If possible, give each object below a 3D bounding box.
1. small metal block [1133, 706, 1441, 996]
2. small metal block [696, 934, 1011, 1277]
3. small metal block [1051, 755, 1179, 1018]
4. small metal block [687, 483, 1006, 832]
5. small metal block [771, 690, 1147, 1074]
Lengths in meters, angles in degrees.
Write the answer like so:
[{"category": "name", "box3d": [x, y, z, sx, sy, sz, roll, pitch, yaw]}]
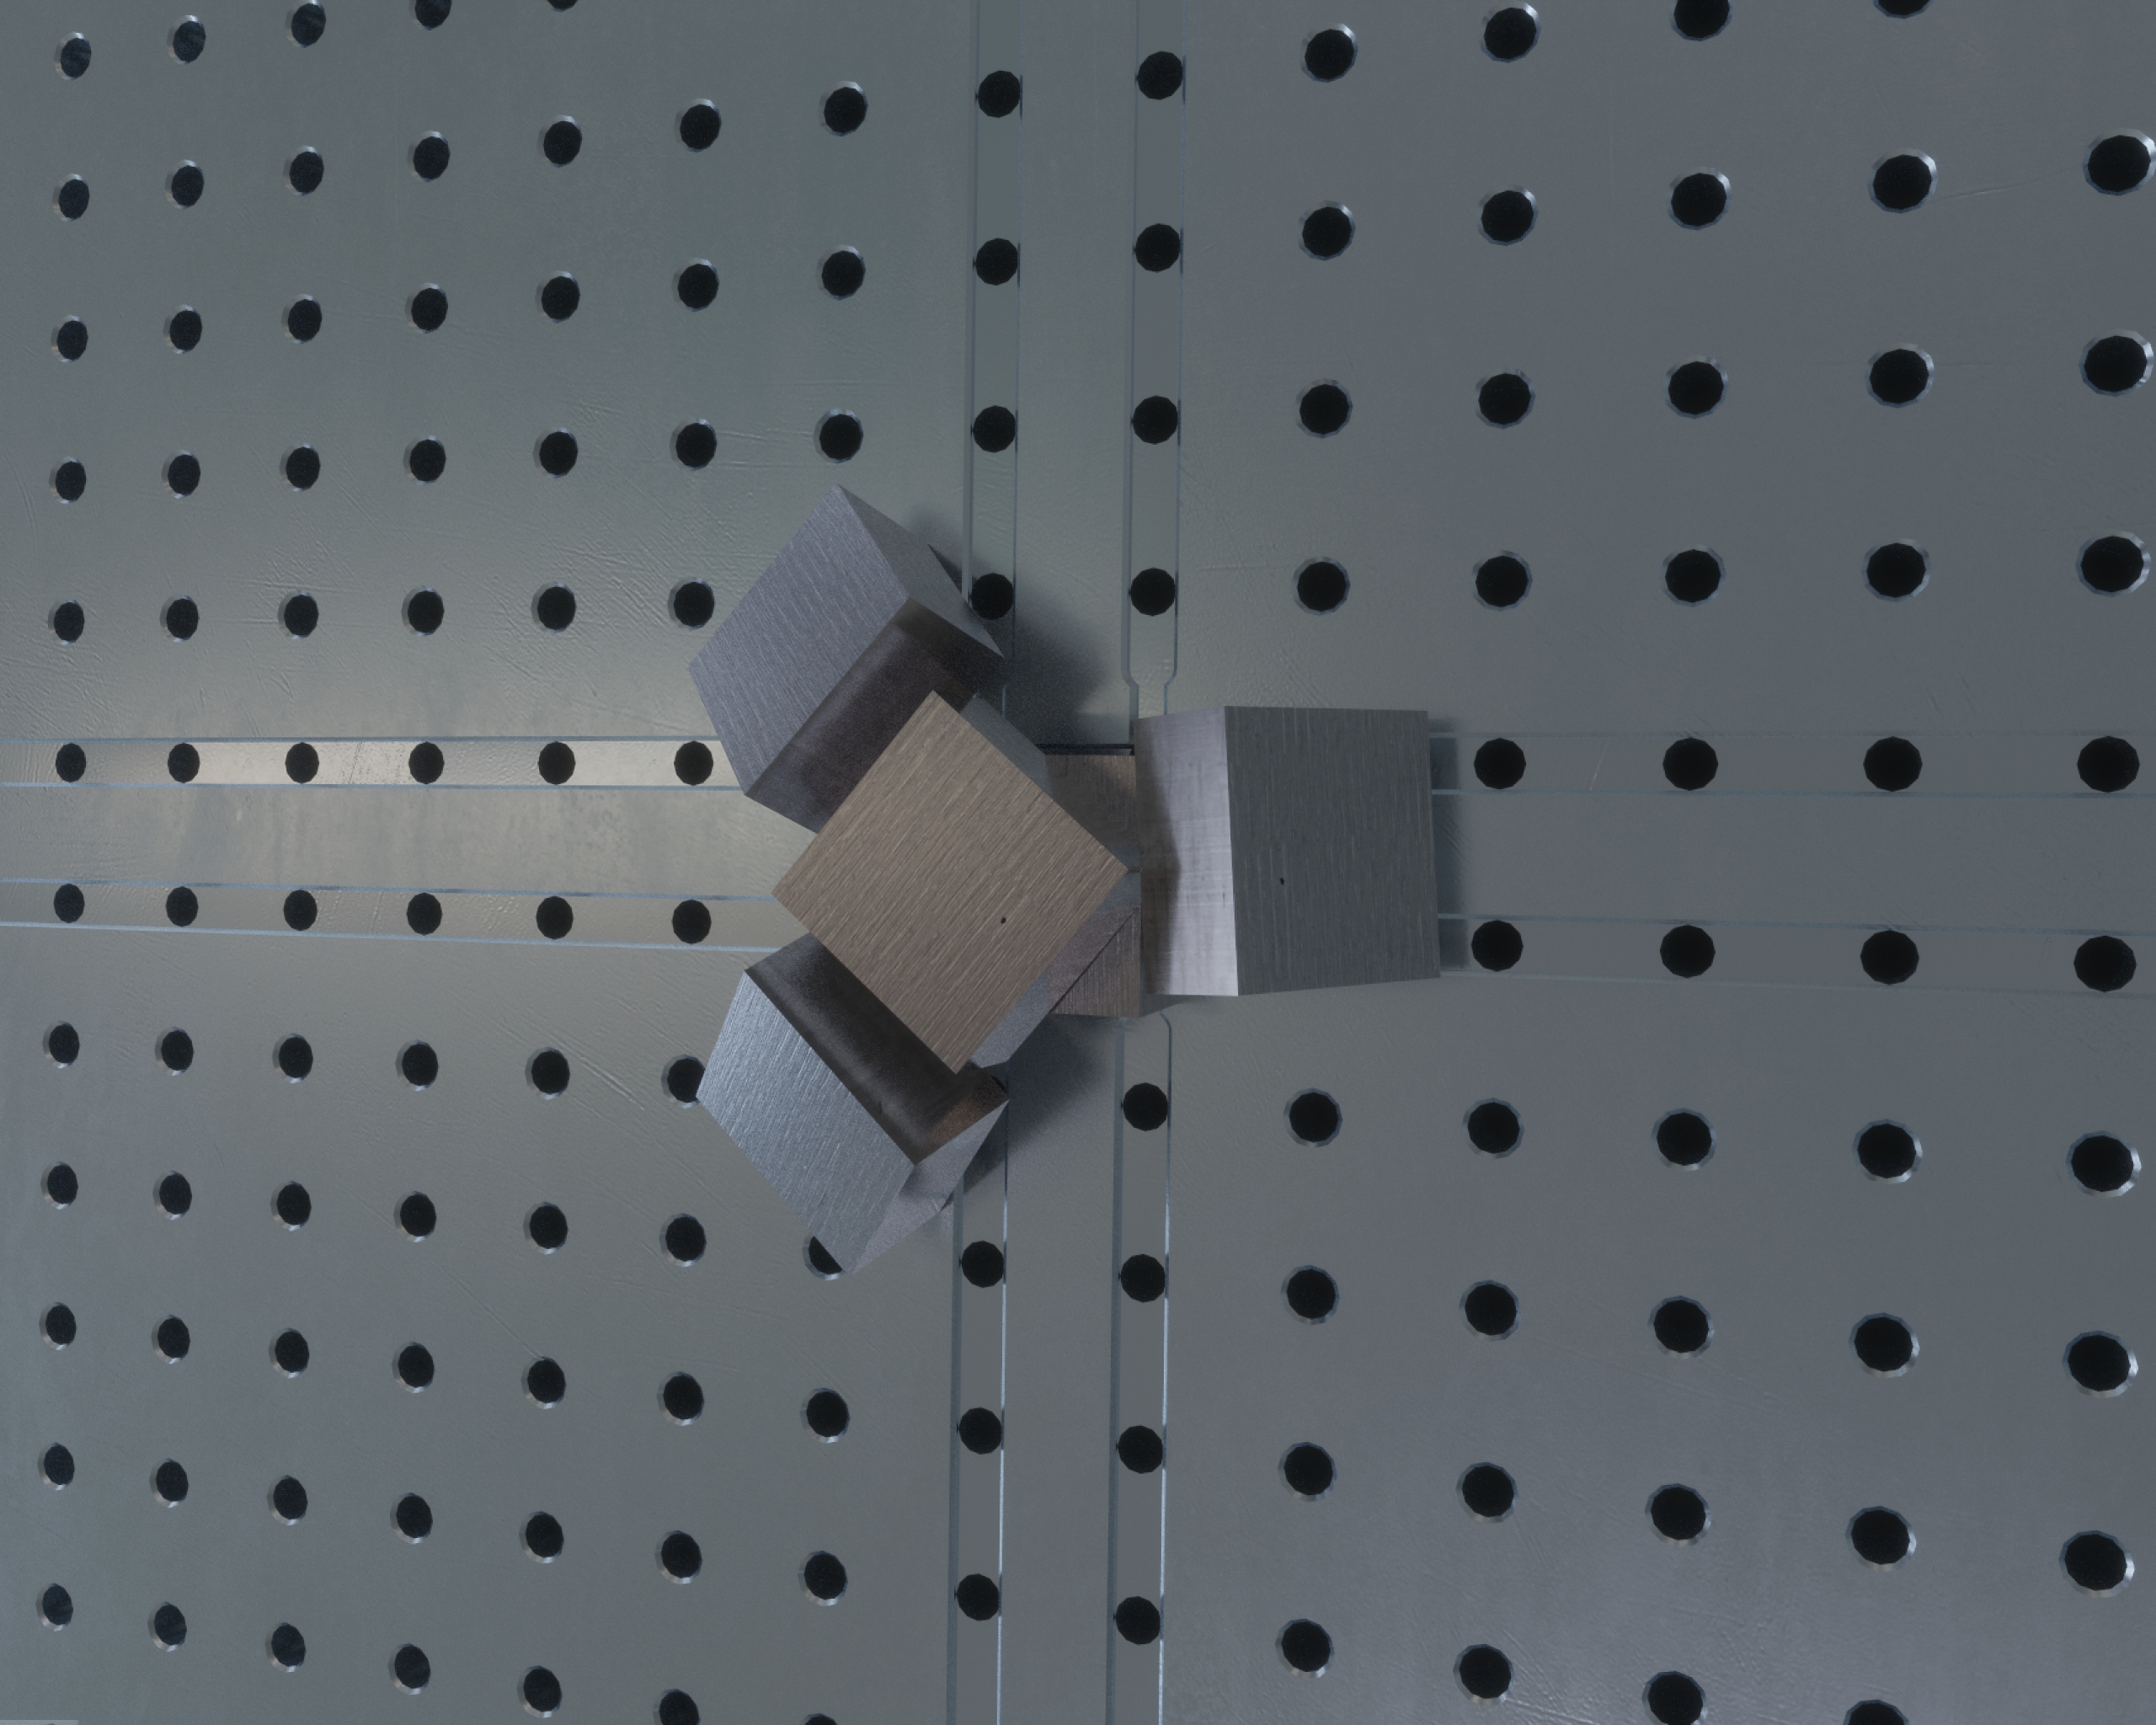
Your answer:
[{"category": "small metal block", "box3d": [0.039, -0.002, 0.383, 0.025, 0.050, 0.050, -4, 88, 53]}, {"category": "small metal block", "box3d": [-0.046, 0.047, 0.416, 0.050, 0.025, 0.050, 47, 142, 14]}, {"category": "small metal block", "box3d": [-0.007, 0.003, 0.416, 0.050, 0.025, 0.050, 2, 93, 20]}, {"category": "small metal block", "box3d": [-0.047, -0.040, 0.417, 0.050, 0.025, 0.050, -48, 40, 13]}, {"category": "small metal block", "box3d": [-0.020, 0.003, 0.393, 0.050, 0.025, 0.050, 43, 103, 14]}]
